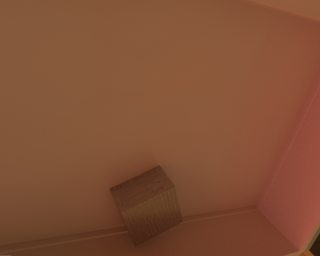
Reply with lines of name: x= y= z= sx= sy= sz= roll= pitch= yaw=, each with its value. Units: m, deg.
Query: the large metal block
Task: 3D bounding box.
large metal block: x=-0.018 y=0.114 z=0.455 sx=0.081 sy=0.050 sz=0.080 roll=-24 pitch=127 yaw=-15
